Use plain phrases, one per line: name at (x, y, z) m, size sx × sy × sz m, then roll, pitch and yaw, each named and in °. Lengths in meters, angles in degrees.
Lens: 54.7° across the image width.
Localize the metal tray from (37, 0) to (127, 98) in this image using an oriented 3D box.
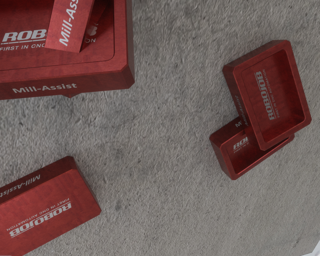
metal tray at (-0.058, -0.098, 0.272) m, size 0.030 × 0.090 × 0.129 m, roll 23°, pitch 111°, yaw 4°

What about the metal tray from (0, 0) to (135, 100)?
metal tray at (-0.088, -0.072, 0.242) m, size 0.131 × 0.090 × 0.030 m, roll -5°, pitch 162°, yaw 3°

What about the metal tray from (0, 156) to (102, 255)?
metal tray at (-0.150, 0.101, 0.384) m, size 0.131 × 0.030 × 0.090 m, roll -26°, pitch 128°, yaw -12°

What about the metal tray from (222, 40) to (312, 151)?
metal tray at (0.151, -0.045, 0.432) m, size 0.090 × 0.030 × 0.129 m, roll -29°, pitch 111°, yaw -8°

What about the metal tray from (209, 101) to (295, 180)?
metal tray at (0.150, 0.015, 0.494) m, size 0.130 × 0.030 × 0.090 m, roll -33°, pitch 129°, yaw -7°
